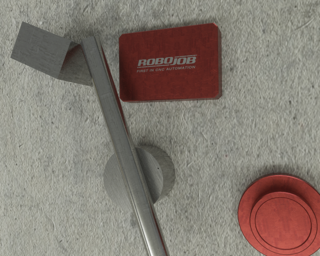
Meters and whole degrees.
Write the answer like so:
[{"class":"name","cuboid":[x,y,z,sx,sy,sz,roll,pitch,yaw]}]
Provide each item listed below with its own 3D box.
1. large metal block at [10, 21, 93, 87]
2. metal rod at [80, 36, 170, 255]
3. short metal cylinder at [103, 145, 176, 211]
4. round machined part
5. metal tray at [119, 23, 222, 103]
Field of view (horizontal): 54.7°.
[{"class":"large metal block","cuboid":[-0.138,-0.099,0.427,0.080,0.080,0.050,25,98,18]},{"class":"metal rod","cuboid":[-0.040,0.033,0.368,0.025,0.025,0.299,-21,83,18]},{"class":"short metal cylinder","cuboid":[-0.026,0.063,0.404,0.080,0.050,0.079,0,90,19]},{"class":"round machined part","cuboid":[0.138,0.102,0.351,0.098,0.042,0.097,0,90,19]},{"class":"metal tray","cuboid":[0.012,-0.080,0.401,0.130,0.030,0.089,-1,90,19]}]
